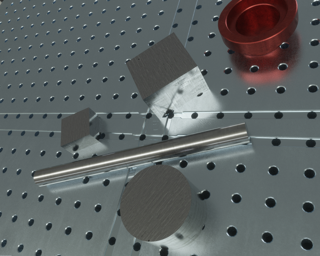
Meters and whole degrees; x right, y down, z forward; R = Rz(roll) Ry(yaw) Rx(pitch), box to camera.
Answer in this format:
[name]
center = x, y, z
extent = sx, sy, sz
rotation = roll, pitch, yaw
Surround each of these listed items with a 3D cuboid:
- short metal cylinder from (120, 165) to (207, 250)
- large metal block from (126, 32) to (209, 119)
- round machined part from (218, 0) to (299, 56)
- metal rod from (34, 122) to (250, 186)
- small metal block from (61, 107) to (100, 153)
[short metal cylinder]
center = 0.005, 0.086, 0.336
extent = 0.080, 0.050, 0.080
rotation = -13, 56, 20
[large metal block]
center = 0.009, -0.073, 0.431
extent = 0.080, 0.050, 0.080
rotation = -31, 52, 8
[round machined part]
center = 0.131, -0.136, 0.412
extent = 0.098, 0.042, 0.098
rotation = -13, 56, 20
[metal rod]
center = -0.038, 0.039, 0.402
extent = 0.301, 0.025, 0.025
rotation = -14, 56, 20
[small metal block]
center = -0.120, 0.004, 0.467
extent = 0.050, 0.025, 0.050
rotation = -22, 54, 15
